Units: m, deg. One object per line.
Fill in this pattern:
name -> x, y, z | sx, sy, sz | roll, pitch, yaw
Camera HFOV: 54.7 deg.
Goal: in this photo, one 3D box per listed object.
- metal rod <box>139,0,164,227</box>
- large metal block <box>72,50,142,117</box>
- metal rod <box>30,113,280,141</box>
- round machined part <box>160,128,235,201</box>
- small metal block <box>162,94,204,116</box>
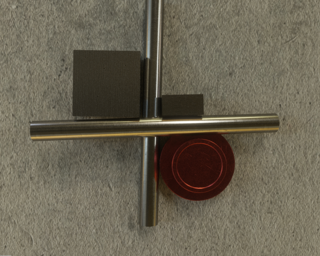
metal rod -> -0.011, -0.022, 0.411 | 0.025, 0.025, 0.298 | 2, 90, -1
large metal block -> -0.064, -0.054, 0.397 | 0.081, 0.050, 0.079 | 1, 90, -1
metal rod -> -0.002, -0.001, 0.386 | 0.302, 0.025, 0.025 | -2, 90, -5
round machined part -> 0.049, 0.047, 0.402 | 0.099, 0.042, 0.097 | 0, 90, -1
small metal block -> 0.028, -0.028, 0.399 | 0.050, 0.050, 0.025 | -1, 90, -1
